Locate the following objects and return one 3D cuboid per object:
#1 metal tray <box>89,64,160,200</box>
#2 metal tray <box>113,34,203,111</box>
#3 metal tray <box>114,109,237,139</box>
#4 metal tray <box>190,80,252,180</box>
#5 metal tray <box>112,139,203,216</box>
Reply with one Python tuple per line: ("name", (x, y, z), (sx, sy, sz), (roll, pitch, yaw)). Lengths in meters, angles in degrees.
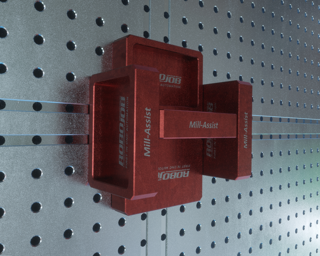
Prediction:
("metal tray", (-0.041, 0.004, 0.333), (0.030, 0.090, 0.129), (1, 89, -40))
("metal tray", (0.002, -0.064, 0.409), (0.131, 0.030, 0.089), (1, 90, -40))
("metal tray", (0.021, -0.004, 0.384), (0.131, 0.090, 0.030), (1, 90, -40))
("metal tray", (0.083, 0.003, 0.438), (0.030, 0.090, 0.129), (1, 89, -40))
("metal tray", (0.001, 0.057, 0.407), (0.131, 0.030, 0.089), (1, 90, -40))
